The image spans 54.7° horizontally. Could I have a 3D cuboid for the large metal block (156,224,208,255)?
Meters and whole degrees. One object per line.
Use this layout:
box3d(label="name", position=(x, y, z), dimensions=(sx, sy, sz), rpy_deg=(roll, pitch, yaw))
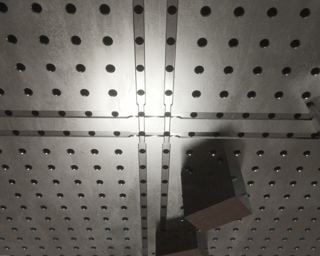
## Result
box3d(label="large metal block", position=(0.044, 0.235, 0.596), dimensions=(0.080, 0.050, 0.080), rpy_deg=(-17, 128, 14))

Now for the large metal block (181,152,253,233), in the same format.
box3d(label="large metal block", position=(0.080, 0.095, 0.458), dimensions=(0.080, 0.080, 0.050), rpy_deg=(-29, 124, 22))

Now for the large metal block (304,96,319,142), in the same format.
box3d(label="large metal block", position=(0.243, -0.008, 0.392), dimensions=(0.080, 0.050, 0.080), rpy_deg=(-25, 126, 19))
